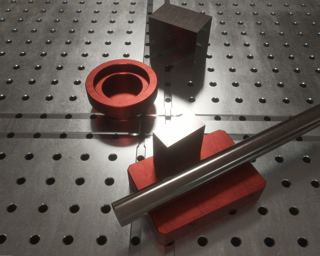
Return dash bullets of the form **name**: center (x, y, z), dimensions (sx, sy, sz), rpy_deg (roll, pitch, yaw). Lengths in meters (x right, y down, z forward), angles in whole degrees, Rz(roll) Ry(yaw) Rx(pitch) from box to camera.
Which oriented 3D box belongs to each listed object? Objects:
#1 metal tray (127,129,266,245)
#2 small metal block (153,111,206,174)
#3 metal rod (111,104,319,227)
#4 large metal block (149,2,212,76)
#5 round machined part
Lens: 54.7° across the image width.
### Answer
- **metal tray**: center (0.040, 0.062, 0.353), dimensions (0.131, 0.030, 0.090), rpy_deg (-20, 53, -17)
- **small metal block**: center (0.020, 0.016, 0.339), dimensions (0.050, 0.050, 0.025), rpy_deg (-29, 56, -23)
- **metal rod**: center (0.091, 0.028, 0.345), dimensions (0.302, 0.025, 0.025), rpy_deg (-23, 54, -19)
- **large metal block**: center (0.030, -0.140, 0.490), dimensions (0.080, 0.080, 0.050), rpy_deg (25, 54, 19)
- **round machined part**: center (-0.053, -0.051, 0.439), dimensions (0.099, 0.042, 0.098), rpy_deg (0, 50, 0)
